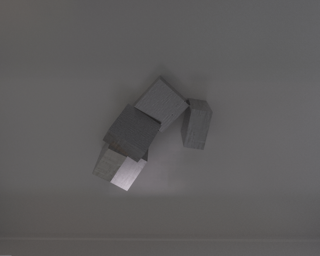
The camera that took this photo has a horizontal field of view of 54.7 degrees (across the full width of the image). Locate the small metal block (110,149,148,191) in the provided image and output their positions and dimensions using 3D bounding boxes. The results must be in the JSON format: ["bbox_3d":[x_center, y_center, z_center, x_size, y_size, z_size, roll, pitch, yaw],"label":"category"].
[{"bbox_3d":[-0.040,0.047,0.415,0.025,0.050,0.050,31,107,-11],"label":"small metal block"}]

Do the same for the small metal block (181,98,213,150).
[{"bbox_3d":[0.045,-0.006,0.396,0.025,0.050,0.050,9,110,-4],"label":"small metal block"}]

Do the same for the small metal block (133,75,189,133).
[{"bbox_3d":[0.001,-0.031,0.400,0.050,0.025,0.050,41,105,-13],"label":"small metal block"}]

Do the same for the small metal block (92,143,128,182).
[{"bbox_3d":[-0.061,0.033,0.403,0.025,0.050,0.050,28,123,-13],"label":"small metal block"}]

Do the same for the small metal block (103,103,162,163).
[{"bbox_3d":[-0.033,0.006,0.381,0.050,0.050,0.025,34,138,-4],"label":"small metal block"}]
